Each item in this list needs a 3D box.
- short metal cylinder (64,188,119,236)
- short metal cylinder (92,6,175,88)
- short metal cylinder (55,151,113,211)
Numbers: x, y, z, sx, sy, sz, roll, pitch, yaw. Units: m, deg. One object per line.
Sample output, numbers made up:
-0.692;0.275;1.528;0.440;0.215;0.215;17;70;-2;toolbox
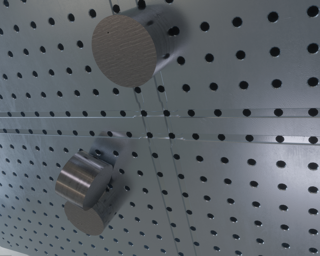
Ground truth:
-0.120;0.141;0.546;0.080;0.050;0.079;13;124;21;short metal cylinder
-0.029;-0.093;0.353;0.080;0.050;0.079;13;124;21;short metal cylinder
-0.118;0.082;0.489;0.050;0.080;0.079;26;128;12;short metal cylinder
